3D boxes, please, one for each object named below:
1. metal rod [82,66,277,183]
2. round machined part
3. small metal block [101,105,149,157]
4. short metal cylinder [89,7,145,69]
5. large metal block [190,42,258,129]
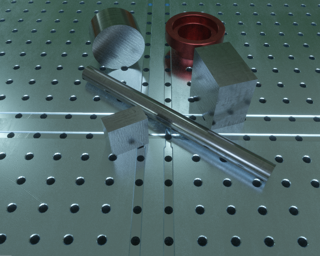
[{"bbox_3d":[0.010,-0.015,0.420,0.300,0.025,0.025,30,56,22],"label":"metal rod"},{"bbox_3d":[0.058,-0.153,0.526,0.099,0.042,0.098,0,50,0],"label":"round machined part"},{"bbox_3d":[-0.043,0.004,0.387,0.050,0.050,0.025,-21,53,-17],"label":"small metal block"},{"bbox_3d":[-0.069,-0.140,0.489,0.081,0.080,0.050,-11,51,-10],"label":"short metal cylinder"},{"bbox_3d":[0.082,-0.057,0.421,0.050,0.080,0.080,-13,52,-11],"label":"large metal block"}]
